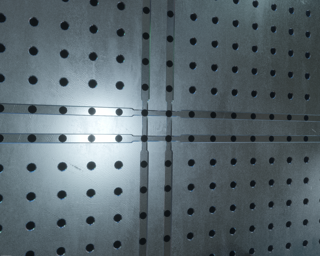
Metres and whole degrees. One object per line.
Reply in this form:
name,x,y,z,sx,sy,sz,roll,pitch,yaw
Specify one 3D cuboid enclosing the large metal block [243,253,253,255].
large metal block,0.118,0.241,0.443,0.081,0.050,0.080,-15,95,-19
